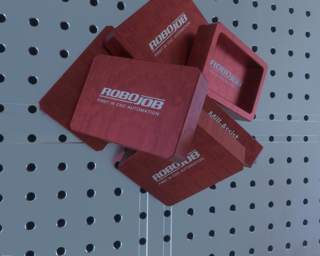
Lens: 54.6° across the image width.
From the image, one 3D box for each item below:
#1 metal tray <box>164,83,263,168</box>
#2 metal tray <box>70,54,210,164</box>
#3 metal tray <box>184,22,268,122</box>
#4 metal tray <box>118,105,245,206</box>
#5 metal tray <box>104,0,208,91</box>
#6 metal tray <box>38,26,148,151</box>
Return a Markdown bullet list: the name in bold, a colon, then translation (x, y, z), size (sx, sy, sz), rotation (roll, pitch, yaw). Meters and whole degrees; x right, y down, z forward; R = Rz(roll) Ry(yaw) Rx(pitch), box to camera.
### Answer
- **metal tray**: translation (0.057, -0.003, 0.398), size (0.130, 0.090, 0.030), rotation (40, 77, -16)
- **metal tray**: translation (-0.024, -0.024, 0.323), size (0.030, 0.130, 0.090), rotation (30, 76, -61)
- **metal tray**: translation (0.091, -0.070, 0.417), size (0.131, 0.030, 0.090), rotation (22, 82, -41)
- **metal tray**: translation (0.023, 0.038, 0.370), size (0.090, 0.129, 0.030), rotation (40, 39, -16)
- **metal tray**: translation (0.005, -0.114, 0.391), size (0.090, 0.030, 0.130), rotation (49, 61, -17)
- **metal tray**: translation (-0.072, -0.048, 0.383), size (0.090, 0.030, 0.130), rotation (41, 77, -17)
